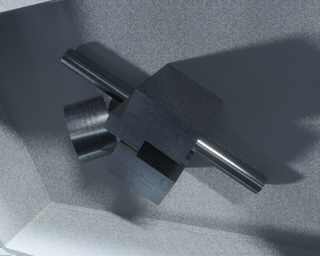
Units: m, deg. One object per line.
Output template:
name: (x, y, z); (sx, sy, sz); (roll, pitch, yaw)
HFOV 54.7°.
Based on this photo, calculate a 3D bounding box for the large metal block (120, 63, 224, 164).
large metal block: (0.015, -0.019, 0.352); (0.080, 0.080, 0.050); (35, 129, 5)

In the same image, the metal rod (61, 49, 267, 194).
metal rod: (0.001, -0.012, 0.399); (0.301, 0.025, 0.025); (34, 129, 5)

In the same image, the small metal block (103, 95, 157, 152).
small metal block: (-0.030, -0.007, 0.372); (0.050, 0.050, 0.025); (35, 129, 4)

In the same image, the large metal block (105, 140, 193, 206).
large metal block: (-0.009, 0.038, 0.399); (0.080, 0.080, 0.050); (34, 129, 5)

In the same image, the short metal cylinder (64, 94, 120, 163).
short metal cylinder: (-0.089, 0.001, 0.409); (0.050, 0.080, 0.079); (-17, 116, -8)
